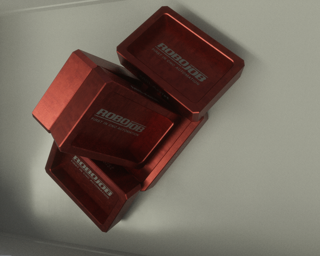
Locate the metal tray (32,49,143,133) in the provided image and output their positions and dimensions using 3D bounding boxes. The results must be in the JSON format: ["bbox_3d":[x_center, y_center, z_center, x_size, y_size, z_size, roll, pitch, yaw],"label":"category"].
[{"bbox_3d":[-0.079,-0.037,0.379,0.030,0.130,0.090,42,103,15],"label":"metal tray"}]

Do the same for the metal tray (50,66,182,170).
[{"bbox_3d":[-0.044,-0.004,0.355,0.090,0.131,0.030,-52,51,12],"label":"metal tray"}]

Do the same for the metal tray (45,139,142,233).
[{"bbox_3d":[-0.095,0.067,0.420,0.130,0.030,0.089,41,127,14],"label":"metal tray"}]

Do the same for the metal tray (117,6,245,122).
[{"bbox_3d":[0.024,-0.081,0.379,0.130,0.030,0.090,41,77,15],"label":"metal tray"}]

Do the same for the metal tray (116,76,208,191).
[{"bbox_3d":[-0.011,0.006,0.409,0.090,0.030,0.130,41,102,15],"label":"metal tray"}]
